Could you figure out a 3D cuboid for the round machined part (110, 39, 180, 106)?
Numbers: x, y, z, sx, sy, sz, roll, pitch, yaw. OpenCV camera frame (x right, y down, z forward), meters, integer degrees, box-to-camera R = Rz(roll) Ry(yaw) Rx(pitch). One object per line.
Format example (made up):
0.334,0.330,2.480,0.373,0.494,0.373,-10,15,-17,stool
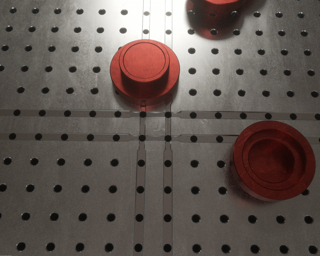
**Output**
-0.021,-0.084,0.433,0.099,0.042,0.098,0,70,-1,round machined part

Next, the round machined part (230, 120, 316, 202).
0.136,0.043,0.389,0.099,0.042,0.098,0,70,-1,round machined part

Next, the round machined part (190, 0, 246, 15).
0.089,-0.218,0.483,0.099,0.042,0.098,0,70,0,round machined part
